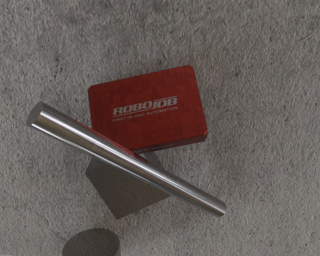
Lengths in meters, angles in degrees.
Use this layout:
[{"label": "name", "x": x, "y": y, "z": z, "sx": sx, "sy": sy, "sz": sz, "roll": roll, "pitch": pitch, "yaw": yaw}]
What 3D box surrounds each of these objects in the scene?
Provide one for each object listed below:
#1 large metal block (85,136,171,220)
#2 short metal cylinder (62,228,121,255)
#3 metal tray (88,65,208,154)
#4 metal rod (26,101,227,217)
[{"label": "large metal block", "x": -0.040, "y": 0.064, "z": 0.420, "sx": 0.080, "sy": 0.050, "sz": 0.080, "roll": -26, "pitch": 108, "yaw": 9}, {"label": "short metal cylinder", "x": -0.097, "y": 0.193, "z": 0.450, "sx": 0.080, "sy": 0.080, "sz": 0.050, "roll": -3, "pitch": 110, "yaw": 1}, {"label": "metal tray", "x": -0.016, "y": -0.018, "z": 0.374, "sx": 0.131, "sy": 0.030, "sz": 0.090, "roll": -11, "pitch": 72, "yaw": 4}, {"label": "metal rod", "x": -0.011, "y": 0.053, "z": 0.364, "sx": 0.025, "sy": 0.025, "sz": 0.301, "roll": -44, "pitch": 130, "yaw": 14}]
